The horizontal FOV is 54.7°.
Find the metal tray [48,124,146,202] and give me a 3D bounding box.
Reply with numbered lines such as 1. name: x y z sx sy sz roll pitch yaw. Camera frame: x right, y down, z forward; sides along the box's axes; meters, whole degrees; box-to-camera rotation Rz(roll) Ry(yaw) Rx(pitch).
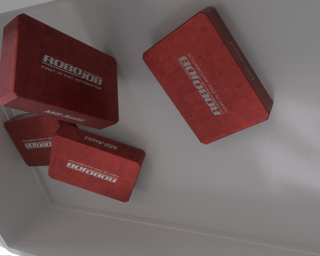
1. metal tray: -0.097 0.055 0.468 0.131 0.030 0.089 19 126 -2

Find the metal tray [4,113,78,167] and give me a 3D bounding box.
1. metal tray: -0.190 0.017 0.517 0.130 0.030 0.090 -7 115 31

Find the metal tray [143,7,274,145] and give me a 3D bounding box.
1. metal tray: 0.053 -0.053 0.345 0.090 0.030 0.130 -27 104 37

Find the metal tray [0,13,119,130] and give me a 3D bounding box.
1. metal tray: -0.104 -0.055 0.343 0.030 0.131 0.090 -18 68 35
